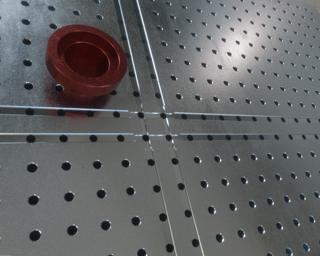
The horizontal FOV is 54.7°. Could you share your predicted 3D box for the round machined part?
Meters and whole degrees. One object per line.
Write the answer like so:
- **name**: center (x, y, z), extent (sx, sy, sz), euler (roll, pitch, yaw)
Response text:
- **round machined part**: center (-0.095, -0.081, 0.396), extent (0.099, 0.042, 0.098), euler (14, 56, -21)
